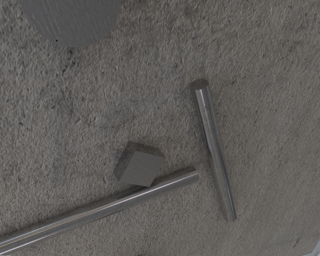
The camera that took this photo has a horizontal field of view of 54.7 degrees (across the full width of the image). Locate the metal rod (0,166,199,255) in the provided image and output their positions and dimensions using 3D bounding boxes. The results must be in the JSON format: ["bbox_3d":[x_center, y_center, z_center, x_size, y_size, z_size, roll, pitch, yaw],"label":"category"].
[{"bbox_3d":[-0.082,0.113,0.431,0.302,0.025,0.025,-17,125,-19],"label":"metal rod"}]

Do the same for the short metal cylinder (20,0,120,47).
[{"bbox_3d":[-0.081,-0.118,0.273,0.081,0.050,0.079,-14,124,-21],"label":"short metal cylinder"}]

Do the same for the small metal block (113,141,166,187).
[{"bbox_3d":[-0.028,0.050,0.423,0.050,0.025,0.050,17,109,-35],"label":"small metal block"}]

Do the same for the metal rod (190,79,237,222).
[{"bbox_3d":[0.091,0.055,0.490,0.025,0.025,0.299,-28,128,-11],"label":"metal rod"}]
